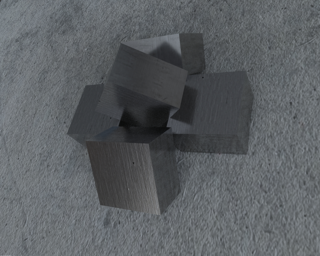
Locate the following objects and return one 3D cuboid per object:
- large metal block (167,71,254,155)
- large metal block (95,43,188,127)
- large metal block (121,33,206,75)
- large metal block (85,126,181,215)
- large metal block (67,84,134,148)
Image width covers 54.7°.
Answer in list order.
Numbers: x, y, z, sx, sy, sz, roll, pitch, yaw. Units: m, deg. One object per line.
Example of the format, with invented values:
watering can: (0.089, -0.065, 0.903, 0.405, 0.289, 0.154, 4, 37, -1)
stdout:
large metal block: (0.060, -0.017, 0.364, 0.080, 0.050, 0.080, 0, 62, 28)
large metal block: (-0.024, -0.043, 0.365, 0.080, 0.080, 0.050, 136, 151, -61)
large metal block: (0.008, -0.096, 0.416, 0.080, 0.080, 0.050, 0, 105, 28)
large metal block: (-0.028, 0.044, 0.349, 0.080, 0.079, 0.050, 1, 19, 29)
large metal block: (-0.071, -0.015, 0.434, 0.080, 0.050, 0.080, 0, 62, 27)
